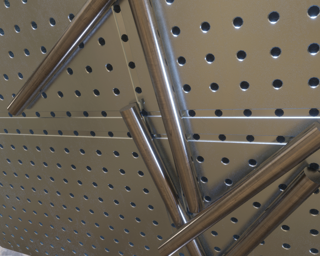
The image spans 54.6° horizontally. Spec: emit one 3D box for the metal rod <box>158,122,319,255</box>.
[{"bbox_3d":[0.089,0.097,0.405,0.025,0.025,0.299,41,123,0],"label":"metal rod"}]

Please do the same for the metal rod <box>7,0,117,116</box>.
[{"bbox_3d":[-0.145,-0.096,0.429,0.299,0.025,0.025,-33,100,38],"label":"metal rod"}]

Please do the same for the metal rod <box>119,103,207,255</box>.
[{"bbox_3d":[0.014,0.101,0.466,0.025,0.025,0.299,-11,113,33],"label":"metal rod"}]

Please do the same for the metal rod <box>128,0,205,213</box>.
[{"bbox_3d":[0.015,-0.014,0.394,0.025,0.025,0.299,-2,118,29],"label":"metal rod"}]

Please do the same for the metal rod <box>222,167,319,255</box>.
[{"bbox_3d":[0.127,0.161,0.443,0.025,0.025,0.298,31,128,8],"label":"metal rod"}]
